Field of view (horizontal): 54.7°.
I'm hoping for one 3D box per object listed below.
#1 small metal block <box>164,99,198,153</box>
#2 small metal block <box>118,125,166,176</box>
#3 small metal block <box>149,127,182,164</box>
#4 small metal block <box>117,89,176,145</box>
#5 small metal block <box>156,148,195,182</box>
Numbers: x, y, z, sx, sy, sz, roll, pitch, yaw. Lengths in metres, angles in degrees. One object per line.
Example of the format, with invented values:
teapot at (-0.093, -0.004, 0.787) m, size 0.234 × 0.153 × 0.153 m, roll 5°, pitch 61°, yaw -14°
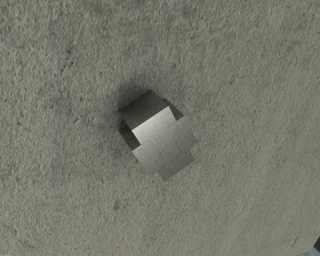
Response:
small metal block at (0.018, -0.003, 0.401) m, size 0.025 × 0.050 × 0.050 m, roll -35°, pitch 129°, yaw -5°
small metal block at (-0.023, 0.025, 0.395) m, size 0.025 × 0.050 × 0.050 m, roll -35°, pitch 129°, yaw -6°
small metal block at (-0.003, 0.011, 0.398) m, size 0.025 × 0.050 × 0.050 m, roll -35°, pitch 129°, yaw -6°
small metal block at (-0.017, -0.015, 0.375) m, size 0.050 × 0.050 × 0.025 m, roll -34°, pitch 129°, yaw -6°
small metal block at (0.011, 0.037, 0.422) m, size 0.050 × 0.050 × 0.025 m, roll -34°, pitch 129°, yaw -6°
